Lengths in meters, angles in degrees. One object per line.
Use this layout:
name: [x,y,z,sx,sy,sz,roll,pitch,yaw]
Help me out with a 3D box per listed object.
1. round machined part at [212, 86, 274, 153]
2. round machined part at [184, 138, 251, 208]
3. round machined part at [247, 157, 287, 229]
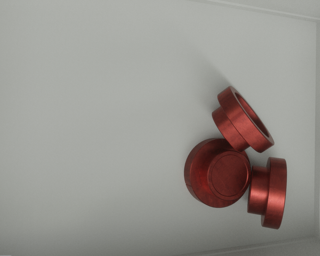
round machined part: [0.108,-0.006,0.422,0.042,0.098,0.098,-38,105,21]
round machined part: [0.087,0.064,0.433,0.099,0.042,0.097,0,90,-20]
round machined part: [0.148,0.089,0.437,0.042,0.098,0.097,7,88,15]
